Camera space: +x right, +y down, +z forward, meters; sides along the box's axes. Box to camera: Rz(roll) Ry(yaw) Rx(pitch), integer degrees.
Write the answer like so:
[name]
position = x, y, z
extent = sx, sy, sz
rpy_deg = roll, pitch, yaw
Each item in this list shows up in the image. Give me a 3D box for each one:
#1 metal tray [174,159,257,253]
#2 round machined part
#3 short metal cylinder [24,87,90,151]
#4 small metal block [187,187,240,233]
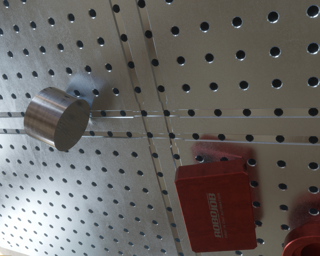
[metal tray]
position = 0.077, 0.108, 0.417
extent = 0.090, 0.030, 0.129
rpy_deg = -9, 115, 12
[round machined part]
position = 0.208, 0.156, 0.387
extent = 0.098, 0.042, 0.097
rpy_deg = 13, 124, 21
[short metal cylinder]
position = -0.145, -0.013, 0.445
extent = 0.050, 0.080, 0.079
rpy_deg = 23, 127, 14
[small metal block]
position = 0.077, 0.118, 0.444
extent = 0.050, 0.025, 0.050
rpy_deg = -34, 99, 38
